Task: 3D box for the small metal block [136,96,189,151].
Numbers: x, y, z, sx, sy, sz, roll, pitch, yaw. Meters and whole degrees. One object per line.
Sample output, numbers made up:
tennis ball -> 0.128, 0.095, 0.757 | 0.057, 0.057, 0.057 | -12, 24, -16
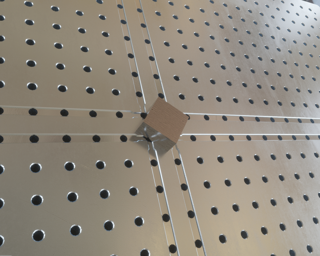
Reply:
small metal block -> 0.004, -0.006, 0.413 | 0.050, 0.025, 0.050 | 34, 52, -7
